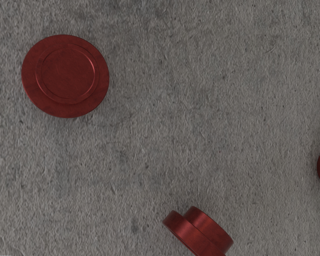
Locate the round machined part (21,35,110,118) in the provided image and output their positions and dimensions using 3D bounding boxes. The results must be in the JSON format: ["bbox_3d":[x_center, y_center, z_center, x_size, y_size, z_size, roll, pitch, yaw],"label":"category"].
[{"bbox_3d":[-0.108,-0.060,0.360,0.099,0.042,0.097,0,90,-20],"label":"round machined part"}]

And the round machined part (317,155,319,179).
[{"bbox_3d":[0.301,0.065,0.511,0.099,0.042,0.097,0,90,-20],"label":"round machined part"}]

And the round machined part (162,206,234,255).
[{"bbox_3d":[0.053,0.137,0.390,0.042,0.098,0.098,-46,105,-14],"label":"round machined part"}]
